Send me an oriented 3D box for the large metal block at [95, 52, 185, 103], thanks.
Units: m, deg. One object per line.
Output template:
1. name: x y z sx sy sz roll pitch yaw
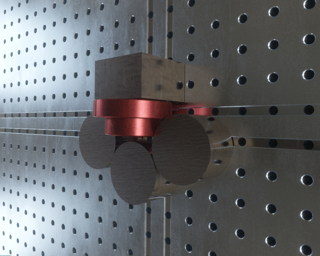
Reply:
1. large metal block: -0.025 -0.059 0.394 0.080 0.081 0.050 1 91 40

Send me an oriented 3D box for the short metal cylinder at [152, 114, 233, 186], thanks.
1. short metal cylinder: 0.037 0.024 0.363 0.080 0.050 0.079 0 90 40

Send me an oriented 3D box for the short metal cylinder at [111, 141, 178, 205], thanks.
1. short metal cylinder: -0.019 0.057 0.410 0.080 0.050 0.079 0 90 40

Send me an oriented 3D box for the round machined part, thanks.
1. round machined part: -0.034 -0.012 0.388 0.098 0.099 0.042 3 91 40

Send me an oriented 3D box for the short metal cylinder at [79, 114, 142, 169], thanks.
1. short metal cylinder: -0.073 0.018 0.454 0.080 0.050 0.079 0 90 40
